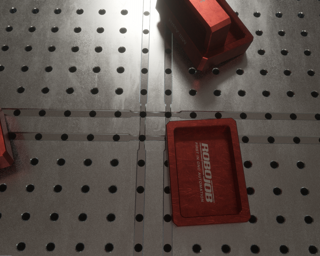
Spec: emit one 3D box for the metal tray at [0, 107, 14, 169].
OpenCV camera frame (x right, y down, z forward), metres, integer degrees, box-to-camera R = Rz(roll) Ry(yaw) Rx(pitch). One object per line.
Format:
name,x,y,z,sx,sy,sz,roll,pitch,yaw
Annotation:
metal tray,-0.259,0.022,0.379,0.131,0.030,0.090,-17,61,-17

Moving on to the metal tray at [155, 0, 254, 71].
metal tray,0.064,-0.156,0.457,0.091,0.030,0.130,-26,74,-19

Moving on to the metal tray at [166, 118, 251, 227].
metal tray,0.056,0.054,0.389,0.091,0.030,0.129,-3,70,-2

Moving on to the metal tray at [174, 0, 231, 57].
metal tray,0.043,-0.162,0.436,0.030,0.090,0.130,-30,73,-9
